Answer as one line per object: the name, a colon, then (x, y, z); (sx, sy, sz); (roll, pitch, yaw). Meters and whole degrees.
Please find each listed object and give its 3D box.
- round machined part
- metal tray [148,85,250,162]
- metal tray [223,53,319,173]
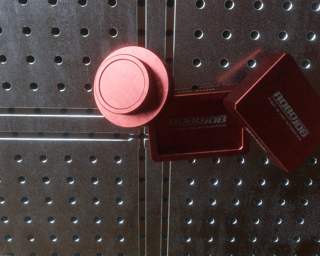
round machined part: (-0.036, -0.049, 0.364); (0.098, 0.042, 0.097); (0, 89, 19)
metal tray: (0.050, -0.006, 0.409); (0.131, 0.030, 0.089); (-5, 110, 1)
metal tray: (0.151, -0.017, 0.386); (0.090, 0.030, 0.130); (-46, 112, -1)
